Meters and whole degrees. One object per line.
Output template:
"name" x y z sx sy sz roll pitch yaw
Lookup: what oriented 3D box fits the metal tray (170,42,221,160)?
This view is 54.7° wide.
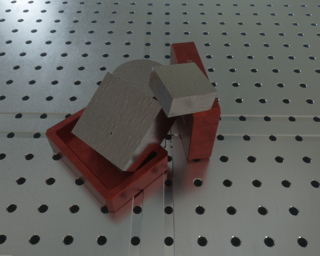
"metal tray" 0.039 -0.036 0.396 0.030 0.089 0.130 -7 51 -6

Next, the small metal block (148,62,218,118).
"small metal block" 0.023 -0.041 0.320 0.050 0.025 0.050 -11 51 -24

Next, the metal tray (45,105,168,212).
"metal tray" -0.065 0.026 0.380 0.091 0.030 0.130 -36 59 -27

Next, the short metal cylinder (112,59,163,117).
"short metal cylinder" -0.026 -0.051 0.434 0.081 0.050 0.080 0 50 0

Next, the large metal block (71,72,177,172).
"large metal block" -0.039 -0.005 0.355 0.080 0.050 0.080 32 92 23
